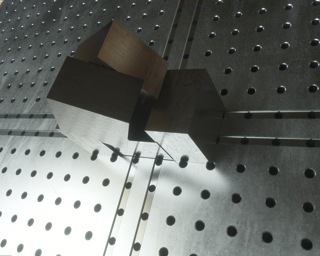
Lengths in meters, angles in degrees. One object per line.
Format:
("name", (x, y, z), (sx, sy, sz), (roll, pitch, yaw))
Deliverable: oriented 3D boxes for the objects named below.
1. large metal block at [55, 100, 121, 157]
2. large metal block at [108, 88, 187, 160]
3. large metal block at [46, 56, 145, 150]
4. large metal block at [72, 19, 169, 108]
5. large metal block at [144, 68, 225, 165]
("large metal block", (-0.083, -0.014, 0.424), (0.050, 0.080, 0.080), (2, 63, 29))
("large metal block", (-0.018, -0.008, 0.403), (0.080, 0.050, 0.080), (3, 63, 29))
("large metal block", (-0.066, -0.023, 0.334), (0.080, 0.080, 0.050), (17, 67, -1))
("large metal block", (-0.051, -0.066, 0.357), (0.080, 0.080, 0.050), (-12, 53, 48))
("large metal block", (0.033, -0.012, 0.361), (0.050, 0.080, 0.080), (4, 64, 30))
